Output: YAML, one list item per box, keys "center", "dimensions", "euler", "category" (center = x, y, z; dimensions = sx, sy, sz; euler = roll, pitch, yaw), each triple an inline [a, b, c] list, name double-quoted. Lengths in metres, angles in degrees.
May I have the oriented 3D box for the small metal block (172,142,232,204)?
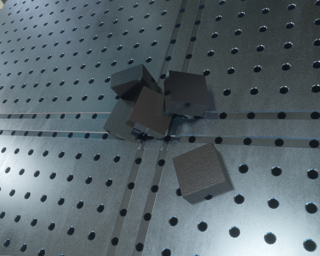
- center: [0.047, 0.051, 0.353]
  dimensions: [0.050, 0.025, 0.050]
  euler: [-24, 53, 13]
  category: "small metal block"

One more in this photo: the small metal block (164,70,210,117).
- center: [0.034, -0.045, 0.402]
  dimensions: [0.050, 0.025, 0.050]
  euler: [6, 56, -14]
  category: "small metal block"

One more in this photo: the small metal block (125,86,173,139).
- center: [-0.011, -0.020, 0.409]
  dimensions: [0.050, 0.025, 0.050]
  euler: [26, 70, -9]
  category: "small metal block"

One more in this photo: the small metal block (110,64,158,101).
- center: [-0.036, -0.061, 0.450]
  dimensions: [0.050, 0.050, 0.025]
  euler: [-15, 56, 20]
  category: "small metal block"

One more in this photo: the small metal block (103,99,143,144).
- center: [-0.045, -0.011, 0.439]
  dimensions: [0.050, 0.025, 0.050]
  euler: [13, 68, 33]
  category: "small metal block"
